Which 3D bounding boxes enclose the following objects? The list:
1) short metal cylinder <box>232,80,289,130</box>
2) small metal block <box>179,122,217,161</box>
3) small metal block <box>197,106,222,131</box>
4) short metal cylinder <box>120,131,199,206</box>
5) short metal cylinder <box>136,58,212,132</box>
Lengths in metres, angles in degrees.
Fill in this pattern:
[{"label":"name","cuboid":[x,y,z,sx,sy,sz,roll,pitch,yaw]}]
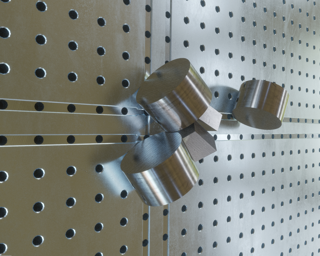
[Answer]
[{"label":"short metal cylinder","cuboid":[0.165,-0.037,0.512,0.080,0.080,0.050,33,70,-35]},{"label":"small metal block","cuboid":[0.041,0.021,0.424,0.050,0.050,0.025,40,31,-33]},{"label":"small metal block","cuboid":[0.050,-0.017,0.435,0.050,0.050,0.025,30,71,-36]},{"label":"short metal cylinder","cuboid":[0.000,0.047,0.374,0.080,0.080,0.050,-43,116,-32]},{"label":"short metal cylinder","cuboid":[0.017,-0.041,0.388,0.050,0.080,0.080,48,62,-30]}]
